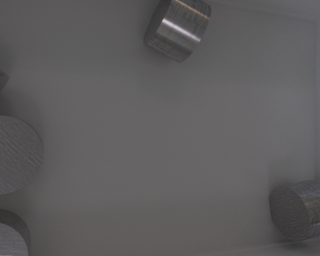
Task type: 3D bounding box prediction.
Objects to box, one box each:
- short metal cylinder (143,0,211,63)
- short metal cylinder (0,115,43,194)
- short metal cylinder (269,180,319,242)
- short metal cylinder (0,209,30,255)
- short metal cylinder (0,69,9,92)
[{"bbox_3d":[0.020,-0.129,0.388,0.050,0.080,0.080,23,82,-19],"label":"short metal cylinder"},{"bbox_3d":[-0.170,0.027,0.335,0.081,0.050,0.080,0,90,-20],"label":"short metal cylinder"},{"bbox_3d":[0.210,0.121,0.459,0.050,0.080,0.080,-8,93,-20],"label":"short metal cylinder"},{"bbox_3d":[-0.183,0.132,0.330,0.081,0.050,0.080,0,90,-20],"label":"short metal cylinder"},{"bbox_3d":[-0.201,-0.041,0.307,0.050,0.080,0.080,44,76,-15],"label":"short metal cylinder"}]
